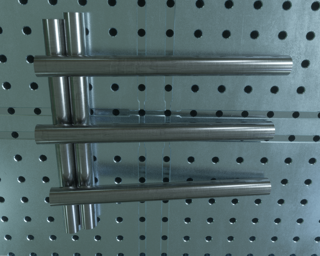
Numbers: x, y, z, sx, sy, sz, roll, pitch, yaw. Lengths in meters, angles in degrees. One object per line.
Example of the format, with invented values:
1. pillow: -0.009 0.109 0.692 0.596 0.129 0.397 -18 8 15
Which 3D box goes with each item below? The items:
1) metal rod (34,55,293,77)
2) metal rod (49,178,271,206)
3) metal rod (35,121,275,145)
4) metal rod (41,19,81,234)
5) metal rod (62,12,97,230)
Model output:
1. metal rod: 0.009 -0.074 0.371 0.302 0.025 0.025 -1 110 -7
2. metal rod: 0.005 0.088 0.430 0.302 0.025 0.025 -1 110 -7
3. metal rod: -0.001 0.006 0.399 0.302 0.025 0.025 -1 110 -7
4. metal rod: -0.129 0.012 0.415 0.025 0.025 0.298 1 110 -1
5. metal rod: -0.104 0.005 0.413 0.025 0.025 0.298 1 110 -1
